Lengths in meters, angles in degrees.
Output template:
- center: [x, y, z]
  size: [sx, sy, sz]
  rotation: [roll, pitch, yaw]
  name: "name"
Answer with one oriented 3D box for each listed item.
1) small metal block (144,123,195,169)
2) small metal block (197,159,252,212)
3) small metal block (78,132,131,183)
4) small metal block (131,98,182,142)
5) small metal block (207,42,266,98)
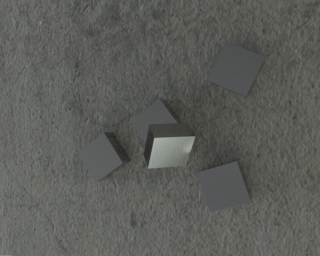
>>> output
- center: [0.010, 0.022, 0.380]
  size: [0.050, 0.025, 0.050]
  rotation: [-2, 130, -18]
  name: "small metal block"
- center: [0.080, 0.070, 0.381]
  size: [0.050, 0.025, 0.050]
  rotation: [-19, 84, 18]
  name: "small metal block"
- center: [-0.078, 0.040, 0.435]
  size: [0.050, 0.025, 0.050]
  rotation: [-37, 79, 16]
  name: "small metal block"
- center: [-0.001, -0.003, 0.409]
  size: [0.050, 0.025, 0.050]
  rotation: [-39, 78, 15]
  name: "small metal block"
- center: [0.093, -0.070, 0.376]
  size: [0.050, 0.025, 0.050]
  rotation: [27, 99, 17]
  name: "small metal block"
